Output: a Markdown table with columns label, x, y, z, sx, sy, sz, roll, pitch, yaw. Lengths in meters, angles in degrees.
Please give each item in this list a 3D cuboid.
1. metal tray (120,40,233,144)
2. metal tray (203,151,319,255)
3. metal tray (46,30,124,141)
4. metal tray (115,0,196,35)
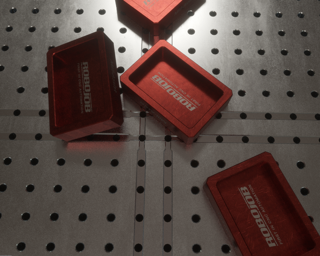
| label | x | y | z | sx | sy | sz | roll | pitch | yaw |
| --- | --- | --- | --- | --- | --- | --- | --- | --- | --- |
| metal tray | 0.021 | -0.052 | 0.428 | 0.130 | 0.030 | 0.090 | 40 | 74 | 13 |
| metal tray | 0.121 | 0.104 | 0.372 | 0.091 | 0.030 | 0.130 | -23 | 72 | -9 |
| metal tray | -0.102 | -0.056 | 0.412 | 0.090 | 0.030 | 0.129 | -15 | 70 | 16 |
| metal tray | 0.004 | -0.217 | 0.488 | 0.090 | 0.030 | 0.130 | 40 | 74 | 13 |
